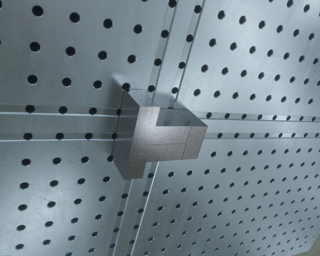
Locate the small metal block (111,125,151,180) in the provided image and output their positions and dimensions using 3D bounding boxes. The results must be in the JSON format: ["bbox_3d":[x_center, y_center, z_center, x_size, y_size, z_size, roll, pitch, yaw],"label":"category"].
[{"bbox_3d":[-0.038,0.030,0.393,0.025,0.050,0.050,0,119,-29],"label":"small metal block"}]

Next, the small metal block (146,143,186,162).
[{"bbox_3d":[-0.002,0.019,0.406,0.050,0.050,0.025,0,119,-29],"label":"small metal block"}]

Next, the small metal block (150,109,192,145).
[{"bbox_3d":[0.004,-0.003,0.396,0.050,0.050,0.025,0,119,-29],"label":"small metal block"}]

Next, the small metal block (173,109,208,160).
[{"bbox_3d":[0.034,0.008,0.419,0.025,0.050,0.050,0,119,-29],"label":"small metal block"}]

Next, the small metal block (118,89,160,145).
[{"bbox_3d":[-0.027,-0.014,0.372,0.025,0.050,0.050,0,119,-29],"label":"small metal block"}]
